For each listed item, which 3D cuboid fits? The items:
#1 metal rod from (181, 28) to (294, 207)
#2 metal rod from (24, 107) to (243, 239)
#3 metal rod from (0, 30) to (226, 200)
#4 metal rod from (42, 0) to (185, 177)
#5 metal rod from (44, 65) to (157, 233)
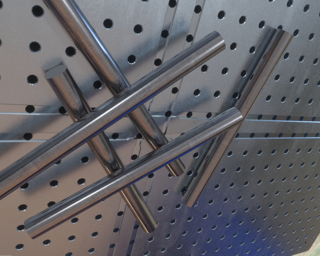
[{"bbox_3d":[0.110,-0.004,0.471,0.025,0.025,0.298,14,111,-34],"label":"metal rod"},{"bbox_3d":[-0.024,0.051,0.397,0.302,0.025,0.025,-28,128,-11],"label":"metal rod"},{"bbox_3d":[-0.056,-0.015,0.337,0.301,0.025,0.025,-35,129,-6],"label":"metal rod"},{"bbox_3d":[-0.037,-0.033,0.371,0.025,0.025,0.299,-37,130,-4],"label":"metal rod"},{"bbox_3d":[-0.062,0.051,0.409,0.025,0.025,0.299,-30,129,-9],"label":"metal rod"}]
